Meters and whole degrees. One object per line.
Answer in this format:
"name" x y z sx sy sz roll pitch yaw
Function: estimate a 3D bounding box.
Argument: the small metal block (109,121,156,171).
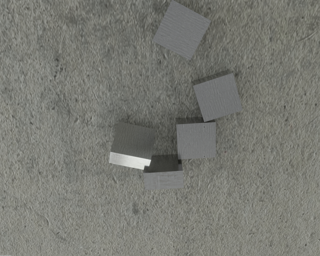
"small metal block" -0.035 0.023 0.401 0.050 0.050 0.025 12 139 -5

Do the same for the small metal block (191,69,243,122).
"small metal block" 0.072 -0.041 0.395 0.050 0.025 0.050 -18 109 6

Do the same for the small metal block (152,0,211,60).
"small metal block" 0.025 -0.116 0.367 0.050 0.025 0.050 25 108 -9

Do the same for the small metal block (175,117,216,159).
"small metal block" 0.048 0.013 0.415 0.050 0.025 0.050 -3 110 1

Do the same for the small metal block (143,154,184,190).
"small metal block" 0.005 0.058 0.418 0.050 0.050 0.025 -4 110 1
